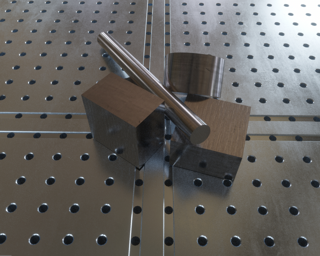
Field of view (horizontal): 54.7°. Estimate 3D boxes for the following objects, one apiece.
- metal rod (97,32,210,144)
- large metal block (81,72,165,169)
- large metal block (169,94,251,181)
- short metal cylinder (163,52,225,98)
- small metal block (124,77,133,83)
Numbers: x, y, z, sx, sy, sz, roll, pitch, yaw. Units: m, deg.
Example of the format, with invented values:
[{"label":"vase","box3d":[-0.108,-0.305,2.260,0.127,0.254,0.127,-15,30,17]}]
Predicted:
[{"label":"metal rod","box3d":[-0.027,-0.073,0.430,0.025,0.025,0.300,-22,42,-18]},{"label":"large metal block","box3d":[-0.042,-0.009,0.378,0.080,0.080,0.050,30,56,22]},{"label":"large metal block","box3d":[0.062,0.010,0.383,0.080,0.050,0.080,14,51,11]},{"label":"short metal cylinder","box3d":[0.045,-0.070,0.422,0.080,0.080,0.050,7,94,5]},{"label":"small metal block","box3d":[-0.040,-0.047,0.447,0.050,0.025,0.050,-19,53,-16]}]
